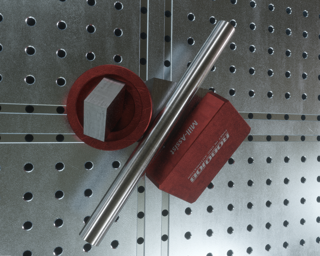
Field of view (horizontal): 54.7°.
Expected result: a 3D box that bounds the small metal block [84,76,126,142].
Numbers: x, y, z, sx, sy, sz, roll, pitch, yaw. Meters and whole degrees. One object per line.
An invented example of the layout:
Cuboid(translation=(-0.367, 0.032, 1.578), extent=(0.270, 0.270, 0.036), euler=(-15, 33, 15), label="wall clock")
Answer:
Cuboid(translation=(-0.062, -0.022, 0.347), extent=(0.025, 0.050, 0.050), euler=(20, 44, 6), label="small metal block")

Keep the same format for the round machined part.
Cuboid(translation=(-0.056, -0.024, 0.370), extent=(0.099, 0.042, 0.097), euler=(0, 93, 5), label="round machined part")

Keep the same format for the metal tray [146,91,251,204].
Cuboid(translation=(0.052, 0.029, 0.395), extent=(0.130, 0.030, 0.090), euler=(-52, 139, 1), label="metal tray")

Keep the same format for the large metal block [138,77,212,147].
Cuboid(translation=(0.015, -0.015, 0.406), extent=(0.081, 0.050, 0.080), euler=(10, 87, -20), label="large metal block")

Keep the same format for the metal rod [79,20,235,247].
Cuboid(translation=(0.004, -0.003, 0.361), extent=(0.025, 0.025, 0.300), euler=(36, 78, -17), label="metal rod")
